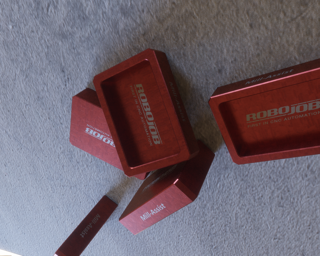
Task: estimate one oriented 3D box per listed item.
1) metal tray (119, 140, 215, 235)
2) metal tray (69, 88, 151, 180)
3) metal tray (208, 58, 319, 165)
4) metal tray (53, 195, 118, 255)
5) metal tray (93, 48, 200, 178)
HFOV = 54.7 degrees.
[{"bbox_3d":[0.008,0.079,0.407,0.030,0.090,0.129,44,129,-5],"label":"metal tray"},{"bbox_3d":[-0.064,0.009,0.441,0.130,0.030,0.089,25,127,12],"label":"metal tray"},{"bbox_3d":[0.128,-0.013,0.327,0.130,0.030,0.090,-13,112,33],"label":"metal tray"},{"bbox_3d":[-0.130,0.183,0.518,0.030,0.131,0.089,37,129,3],"label":"metal tray"},{"bbox_3d":[-0.018,-0.016,0.366,0.090,0.030,0.129,-20,87,27],"label":"metal tray"}]
